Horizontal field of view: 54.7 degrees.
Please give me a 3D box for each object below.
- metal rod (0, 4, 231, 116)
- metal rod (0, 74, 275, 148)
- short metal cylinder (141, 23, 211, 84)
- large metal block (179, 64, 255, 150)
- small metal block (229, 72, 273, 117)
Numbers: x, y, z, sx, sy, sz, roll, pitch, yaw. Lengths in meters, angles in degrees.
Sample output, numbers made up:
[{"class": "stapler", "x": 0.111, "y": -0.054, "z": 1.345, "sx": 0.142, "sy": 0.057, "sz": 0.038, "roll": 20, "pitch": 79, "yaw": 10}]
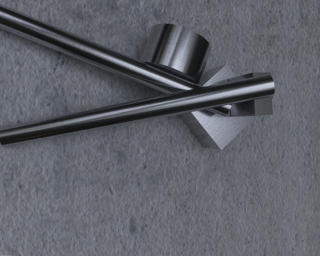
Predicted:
[{"class": "metal rod", "x": -0.057, "y": -0.078, "z": 0.359, "sx": 0.302, "sy": 0.025, "sz": 0.025, "roll": 21, "pitch": 83, "yaw": -8}, {"class": "metal rod", "x": -0.026, "y": -0.019, "z": 0.345, "sx": 0.302, "sy": 0.025, "sz": 0.025, "roll": -11, "pitch": 94, "yaw": 1}, {"class": "short metal cylinder", "x": 0.018, "y": -0.087, "z": 0.390, "sx": 0.080, "sy": 0.080, "sz": 0.050, "roll": 22, "pitch": 83, "yaw": -19}, {"class": "large metal block", "x": 0.075, "y": -0.028, "z": 0.424, "sx": 0.080, "sy": 0.050, "sz": 0.080, "roll": -43, "pitch": 103, "yaw": -14}, {"class": "small metal block", "x": 0.111, "y": -0.040, "z": 0.383, "sx": 0.025, "sy": 0.050, "sz": 0.050, "roll": -4, "pitch": 92, "yaw": -20}]
